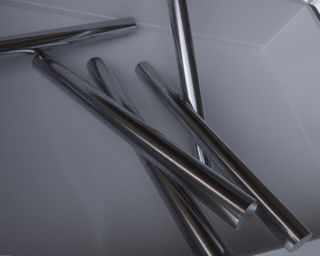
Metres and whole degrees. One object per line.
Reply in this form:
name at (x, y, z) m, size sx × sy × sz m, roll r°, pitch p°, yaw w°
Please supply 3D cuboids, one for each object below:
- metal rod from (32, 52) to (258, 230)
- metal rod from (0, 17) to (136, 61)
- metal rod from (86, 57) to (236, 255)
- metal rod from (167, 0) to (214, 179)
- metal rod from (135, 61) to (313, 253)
metal rod at (-0.042, -0.010, 0.297) m, size 0.025 × 0.025 × 0.300 m, roll -25°, pitch 46°, yaw -37°
metal rod at (-0.142, -0.105, 0.375) m, size 0.302 × 0.025 × 0.025 m, roll -29°, pitch 78°, yaw -43°
metal rod at (-0.021, 0.007, 0.314) m, size 0.025 × 0.025 × 0.300 m, roll -4°, pitch 39°, yaw -30°
metal rod at (0.035, -0.083, 0.400) m, size 0.025 × 0.025 × 0.298 m, roll -10°, pitch 91°, yaw -33°
metal rod at (0.046, 0.005, 0.353) m, size 0.025 × 0.025 × 0.300 m, roll -7°, pitch 42°, yaw -32°
